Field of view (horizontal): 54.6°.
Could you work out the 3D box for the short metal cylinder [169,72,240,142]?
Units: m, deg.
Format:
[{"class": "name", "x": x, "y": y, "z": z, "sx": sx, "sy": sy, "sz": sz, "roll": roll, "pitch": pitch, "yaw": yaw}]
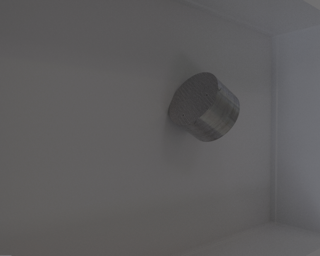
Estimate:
[{"class": "short metal cylinder", "x": 0.059, "y": -0.028, "z": 0.419, "sx": 0.050, "sy": 0.080, "sz": 0.080, "roll": 35, "pitch": 69, "yaw": -35}]
